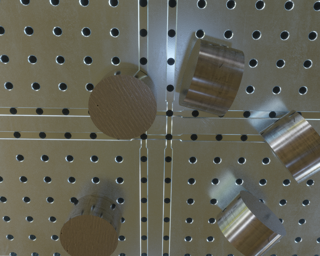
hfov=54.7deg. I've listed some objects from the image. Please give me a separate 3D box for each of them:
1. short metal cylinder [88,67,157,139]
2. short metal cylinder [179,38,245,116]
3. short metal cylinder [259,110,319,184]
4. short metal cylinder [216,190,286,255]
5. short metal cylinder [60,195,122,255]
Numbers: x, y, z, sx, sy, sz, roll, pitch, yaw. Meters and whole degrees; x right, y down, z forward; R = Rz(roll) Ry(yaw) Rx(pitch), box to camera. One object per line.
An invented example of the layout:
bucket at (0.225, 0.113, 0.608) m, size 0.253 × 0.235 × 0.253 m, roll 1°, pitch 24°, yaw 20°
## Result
short metal cylinder at (-0.044, -0.032, 0.388) m, size 0.081 × 0.050 × 0.079 m, roll 0°, pitch 110°, yaw 0°
short metal cylinder at (0.058, -0.058, 0.363) m, size 0.050 × 0.080 × 0.079 m, roll 15°, pitch 109°, yaw -6°
short metal cylinder at (0.172, 0.024, 0.394) m, size 0.050 × 0.080 × 0.080 m, roll -37°, pitch 106°, yaw 12°
short metal cylinder at (0.127, 0.135, 0.435) m, size 0.080 × 0.080 × 0.050 m, roll 35°, pitch 106°, yaw -12°
short metal cylinder at (-0.098, 0.145, 0.453) m, size 0.081 × 0.050 × 0.079 m, roll 0°, pitch 110°, yaw 0°
